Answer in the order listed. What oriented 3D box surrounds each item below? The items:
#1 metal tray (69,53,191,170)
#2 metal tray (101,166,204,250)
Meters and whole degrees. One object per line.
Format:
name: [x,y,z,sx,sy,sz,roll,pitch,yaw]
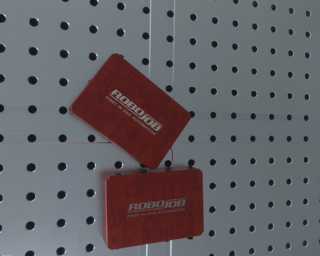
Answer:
metal tray: [-0.036,-0.019,0.397,0.130,0.030,0.090,38,78,-16]
metal tray: [-0.008,0.101,0.407,0.131,0.030,0.090,-2,91,-20]
